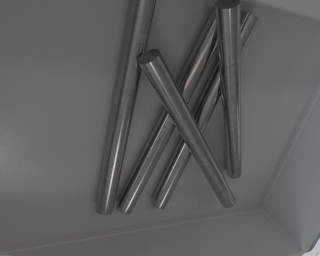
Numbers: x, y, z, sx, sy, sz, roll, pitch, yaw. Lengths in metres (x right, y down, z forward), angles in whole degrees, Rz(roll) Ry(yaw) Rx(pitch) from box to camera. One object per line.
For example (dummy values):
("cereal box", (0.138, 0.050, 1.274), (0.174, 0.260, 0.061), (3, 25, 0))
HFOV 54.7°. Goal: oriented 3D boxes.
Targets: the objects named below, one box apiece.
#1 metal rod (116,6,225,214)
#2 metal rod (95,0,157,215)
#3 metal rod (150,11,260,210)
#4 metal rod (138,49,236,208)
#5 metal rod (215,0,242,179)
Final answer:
("metal rod", (0.011, -0.010, 0.408), (0.025, 0.025, 0.298), (14, 111, -34))
("metal rod", (-0.045, -0.017, 0.373), (0.025, 0.025, 0.298), (0, 119, -28))
("metal rod", (0.054, -0.011, 0.431), (0.025, 0.025, 0.298), (11, 113, -33))
("metal rod", (0.051, 0.023, 0.416), (0.025, 0.025, 0.299), (-36, 129, -4))
("metal rod", (0.097, -0.025, 0.418), (0.025, 0.025, 0.299), (-27, 137, -11))
